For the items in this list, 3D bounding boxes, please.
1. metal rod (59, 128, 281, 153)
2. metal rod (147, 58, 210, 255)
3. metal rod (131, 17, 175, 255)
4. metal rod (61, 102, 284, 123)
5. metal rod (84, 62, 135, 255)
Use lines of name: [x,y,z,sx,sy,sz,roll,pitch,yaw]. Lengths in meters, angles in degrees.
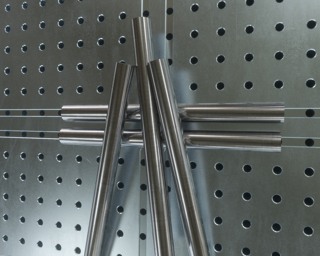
metal rod: [-0.001,0.014,0.412,0.301,0.025,0.025,1,90,19]
metal rod: [0.029,0.065,0.382,0.025,0.025,0.298,-11,93,19]
metal rod: [-0.009,0.012,0.389,0.025,0.025,0.298,-7,88,19]
metal rod: [0.003,-0.020,0.411,0.301,0.025,0.025,1,90,19]
metal rod: [-0.072,0.063,0.417,0.025,0.025,0.298,15,102,19]
